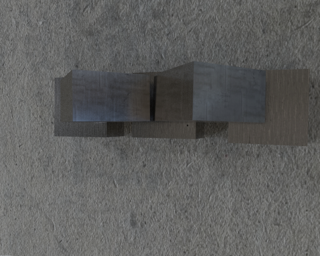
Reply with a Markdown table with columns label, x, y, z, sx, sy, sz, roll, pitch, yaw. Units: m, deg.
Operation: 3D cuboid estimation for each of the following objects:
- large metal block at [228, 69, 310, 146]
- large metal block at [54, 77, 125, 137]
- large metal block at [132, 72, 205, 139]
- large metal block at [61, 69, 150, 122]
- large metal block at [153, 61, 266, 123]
| label | x | y | z | sx | sy | sz | roll | pitch | yaw |
| --- | --- | --- | --- | --- | --- | --- | --- | --- | --- |
| large metal block | 0.123 | -0.022 | 0.354 | 0.080 | 0.050 | 0.079 | 2 | 91 | 19 |
| large metal block | -0.097 | -0.028 | 0.430 | 0.080 | 0.050 | 0.079 | 0 | 90 | 19 |
| large metal block | 0.012 | -0.028 | 0.392 | 0.080 | 0.050 | 0.079 | 1 | 90 | 19 |
| large metal block | -0.065 | -0.032 | 0.349 | 0.081 | 0.080 | 0.050 | -1 | 91 | -26 |
| large metal block | 0.047 | -0.031 | 0.313 | 0.080 | 0.081 | 0.050 | 2 | 90 | 64 |
